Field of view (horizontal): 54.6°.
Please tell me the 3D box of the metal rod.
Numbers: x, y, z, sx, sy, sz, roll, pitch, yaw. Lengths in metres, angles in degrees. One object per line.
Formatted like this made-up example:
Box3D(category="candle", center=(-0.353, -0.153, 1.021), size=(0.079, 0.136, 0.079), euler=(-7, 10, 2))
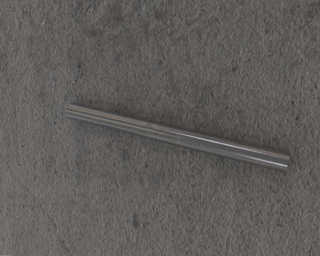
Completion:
Box3D(category="metal rod", center=(0.009, 0.007, 0.406), size=(0.301, 0.025, 0.025), euler=(13, 95, 19))
